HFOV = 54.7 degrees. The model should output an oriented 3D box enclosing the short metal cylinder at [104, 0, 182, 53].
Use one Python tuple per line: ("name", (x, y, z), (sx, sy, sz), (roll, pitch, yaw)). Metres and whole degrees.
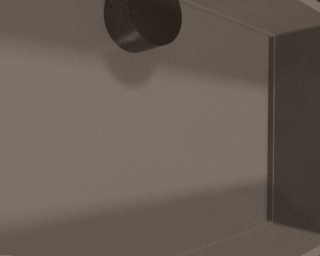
("short metal cylinder", (-0.020, -0.135, 0.375), (0.081, 0.050, 0.079), (0, 90, -40))
